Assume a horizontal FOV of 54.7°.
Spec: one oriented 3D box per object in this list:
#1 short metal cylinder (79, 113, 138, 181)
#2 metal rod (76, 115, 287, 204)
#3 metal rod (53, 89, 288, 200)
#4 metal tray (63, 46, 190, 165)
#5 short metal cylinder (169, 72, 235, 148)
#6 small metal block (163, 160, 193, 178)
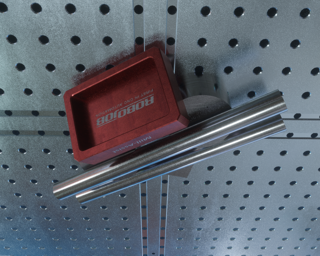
[{"bbox_3d":[-0.065,0.026,0.416,0.081,0.050,0.079,0,130,0],"label":"short metal cylinder"},{"bbox_3d":[0.015,0.046,0.417,0.300,0.025,0.025,-22,127,17],"label":"metal rod"},{"bbox_3d":[-0.003,0.028,0.368,0.300,0.025,0.025,-23,127,18],"label":"metal rod"},{"bbox_3d":[-0.042,-0.022,0.347,0.130,0.090,0.030,-23,159,17],"label":"metal tray"},{"bbox_3d":[0.046,-0.021,0.378,0.081,0.050,0.079,0,130,0],"label":"short metal cylinder"},{"bbox_3d":[0.022,0.043,0.447,0.050,0.025,0.050,11,129,-10],"label":"small metal block"}]
